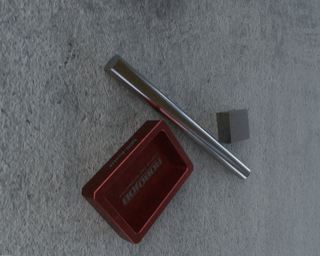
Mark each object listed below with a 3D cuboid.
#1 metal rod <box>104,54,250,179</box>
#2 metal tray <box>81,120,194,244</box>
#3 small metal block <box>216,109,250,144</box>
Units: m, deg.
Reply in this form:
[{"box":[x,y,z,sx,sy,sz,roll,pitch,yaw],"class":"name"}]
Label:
[{"box":[0.043,0.000,0.443,0.301,0.025,0.025,37,67,-34],"class":"metal rod"},{"box":[-0.021,0.063,0.385,0.131,0.030,0.090,-48,119,-29],"class":"metal tray"},{"box":[0.121,-0.003,0.509,0.050,0.025,0.050,-11,97,-40],"class":"small metal block"}]
